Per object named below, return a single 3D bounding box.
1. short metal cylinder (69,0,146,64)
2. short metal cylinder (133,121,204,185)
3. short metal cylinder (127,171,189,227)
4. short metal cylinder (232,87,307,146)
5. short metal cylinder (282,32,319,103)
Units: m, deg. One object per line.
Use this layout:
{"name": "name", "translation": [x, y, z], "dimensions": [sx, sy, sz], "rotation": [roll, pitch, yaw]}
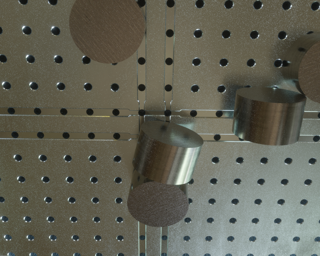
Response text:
{"name": "short metal cylinder", "translation": [-0.057, -0.118, 0.356], "dimensions": [0.081, 0.050, 0.079], "rotation": [0, 110, -1]}
{"name": "short metal cylinder", "translation": [0.010, 0.029, 0.395], "dimensions": [0.081, 0.080, 0.050], "rotation": [13, 109, -5]}
{"name": "short metal cylinder", "translation": [-0.002, 0.089, 0.427], "dimensions": [0.080, 0.050, 0.079], "rotation": [1, 119, 2]}
{"name": "short metal cylinder", "translation": [0.132, -0.017, 0.380], "dimensions": [0.081, 0.080, 0.050], "rotation": [1, 110, -1]}
{"name": "short metal cylinder", "translation": [0.198, -0.074, 0.376], "dimensions": [0.081, 0.050, 0.079], "rotation": [0, 110, -1]}
